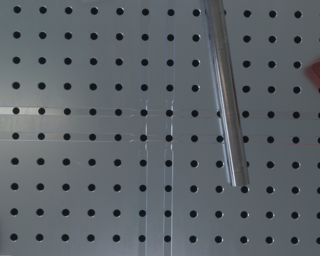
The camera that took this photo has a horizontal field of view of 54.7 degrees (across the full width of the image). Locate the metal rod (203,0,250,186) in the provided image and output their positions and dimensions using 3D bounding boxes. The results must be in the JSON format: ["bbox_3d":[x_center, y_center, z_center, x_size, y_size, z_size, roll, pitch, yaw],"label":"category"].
[{"bbox_3d":[0.085,-0.072,0.414,0.025,0.025,0.298,-8,90,0],"label":"metal rod"}]

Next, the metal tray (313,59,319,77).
[{"bbox_3d":[0.287,-0.092,0.413,0.130,0.030,0.090,-39,90,0],"label":"metal tray"}]
